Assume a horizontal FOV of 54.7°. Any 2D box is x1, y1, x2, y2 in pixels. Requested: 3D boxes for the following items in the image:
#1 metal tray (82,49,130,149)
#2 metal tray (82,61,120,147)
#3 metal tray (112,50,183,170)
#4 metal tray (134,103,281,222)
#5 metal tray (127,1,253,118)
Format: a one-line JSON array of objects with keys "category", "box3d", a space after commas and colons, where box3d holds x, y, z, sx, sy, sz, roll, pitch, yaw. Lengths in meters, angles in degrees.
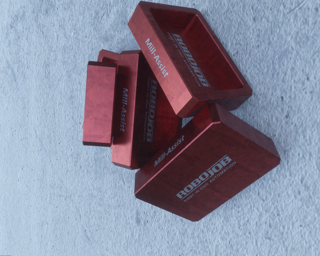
[{"category": "metal tray", "box3d": [-0.063, -0.041, 0.453, 0.090, 0.030, 0.129, 25, 106, 36]}, {"category": "metal tray", "box3d": [-0.070, -0.030, 0.388, 0.130, 0.030, 0.089, -140, 54, -83]}, {"category": "metal tray", "box3d": [-0.010, -0.021, 0.371, 0.030, 0.091, 0.129, 8, 96, 39]}, {"category": "metal tray", "box3d": [0.045, 0.043, 0.325, 0.129, 0.090, 0.030, -46, 28, 30]}, {"category": "metal tray", "box3d": [0.032, -0.076, 0.333, 0.030, 0.091, 0.130, -49, 60, 45]}]
